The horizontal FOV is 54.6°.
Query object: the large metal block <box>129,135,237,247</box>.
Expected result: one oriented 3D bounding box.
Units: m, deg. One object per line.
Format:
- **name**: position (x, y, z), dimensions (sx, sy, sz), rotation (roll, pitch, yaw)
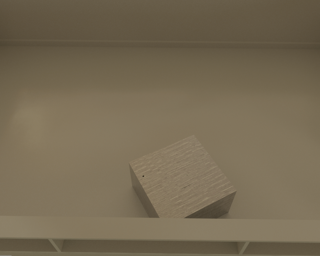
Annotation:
- **large metal block**: position (0.022, 0.065, 0.335), dimensions (0.081, 0.050, 0.080), rotation (-22, 54, -18)
